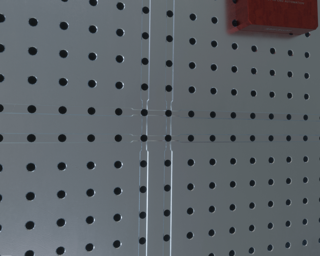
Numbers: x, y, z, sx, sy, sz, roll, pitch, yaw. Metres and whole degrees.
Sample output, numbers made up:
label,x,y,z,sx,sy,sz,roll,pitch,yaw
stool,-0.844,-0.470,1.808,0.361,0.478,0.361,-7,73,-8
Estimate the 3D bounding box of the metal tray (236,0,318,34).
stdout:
label,x,y,z,sx,sy,sz,roll,pitch,yaw
metal tray,0.180,-0.196,0.476,0.131,0.030,0.089,-3,91,-20
